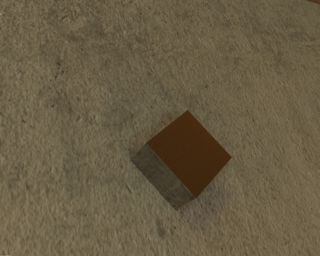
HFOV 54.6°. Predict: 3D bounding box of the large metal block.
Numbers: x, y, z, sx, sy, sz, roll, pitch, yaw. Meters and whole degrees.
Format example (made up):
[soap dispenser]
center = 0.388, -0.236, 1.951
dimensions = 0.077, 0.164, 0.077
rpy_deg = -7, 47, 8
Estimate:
[large metal block]
center = 0.026, 0.038, 0.378
dimensions = 0.080, 0.050, 0.080
rpy_deg = 48, 51, 5
